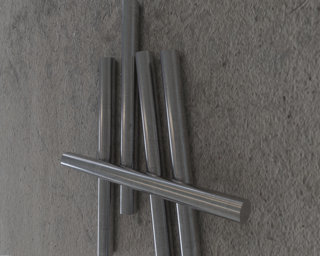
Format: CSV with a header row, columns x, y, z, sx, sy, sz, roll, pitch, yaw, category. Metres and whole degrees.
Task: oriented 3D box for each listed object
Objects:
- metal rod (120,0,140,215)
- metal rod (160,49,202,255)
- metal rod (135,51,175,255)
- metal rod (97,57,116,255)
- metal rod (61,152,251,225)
x,y,z,sx,sy,sz,roll,pitch,yaw,category
-0.043,-0.029,0.440,0.025,0.025,0.298,1,91,40,metal rod
0.027,0.052,0.382,0.025,0.025,0.298,-10,84,39,metal rod
-0.006,0.046,0.409,0.025,0.025,0.298,-10,84,39,metal rod
-0.081,0.044,0.472,0.025,0.025,0.298,1,91,40,metal rod
-0.032,0.066,0.396,0.300,0.025,0.025,8,95,39,metal rod
